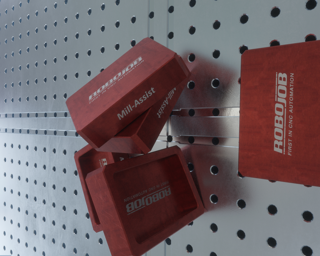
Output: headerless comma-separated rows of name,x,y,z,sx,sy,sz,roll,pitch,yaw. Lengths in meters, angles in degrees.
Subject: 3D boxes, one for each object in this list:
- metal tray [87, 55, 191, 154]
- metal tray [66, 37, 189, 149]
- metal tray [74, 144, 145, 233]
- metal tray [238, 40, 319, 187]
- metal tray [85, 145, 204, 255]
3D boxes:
metal tray,-0.027,-0.030,0.379,0.090,0.030,0.130,0,50,40
metal tray,-0.042,-0.045,0.357,0.130,0.030,0.090,-39,36,-2
metal tray,-0.080,0.083,0.473,0.090,0.030,0.130,-31,71,36
metal tray,0.126,-0.014,0.303,0.090,0.030,0.129,2,91,40
metal tray,-0.010,0.075,0.343,0.030,0.131,0.090,-28,80,37
